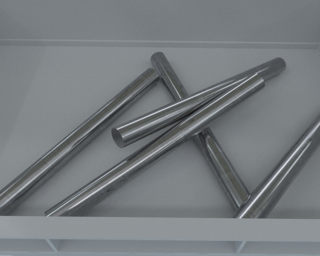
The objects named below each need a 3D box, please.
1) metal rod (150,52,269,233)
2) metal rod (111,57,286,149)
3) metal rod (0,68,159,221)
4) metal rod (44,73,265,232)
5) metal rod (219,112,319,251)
[{"bbox_3d":[0.048,-0.005,0.409,0.025,0.025,0.300,-16,52,-13],"label":"metal rod"},{"bbox_3d":[0.071,-0.044,0.415,0.302,0.025,0.025,-25,54,-31],"label":"metal rod"},{"bbox_3d":[-0.101,0.011,0.393,0.025,0.025,0.301,30,56,22],"label":"metal rod"},{"bbox_3d":[0.008,0.018,0.365,0.302,0.025,0.025,-33,58,-17],"label":"metal rod"},{"bbox_3d":[0.166,0.028,0.363,0.025,0.025,0.302,35,52,26],"label":"metal rod"}]
